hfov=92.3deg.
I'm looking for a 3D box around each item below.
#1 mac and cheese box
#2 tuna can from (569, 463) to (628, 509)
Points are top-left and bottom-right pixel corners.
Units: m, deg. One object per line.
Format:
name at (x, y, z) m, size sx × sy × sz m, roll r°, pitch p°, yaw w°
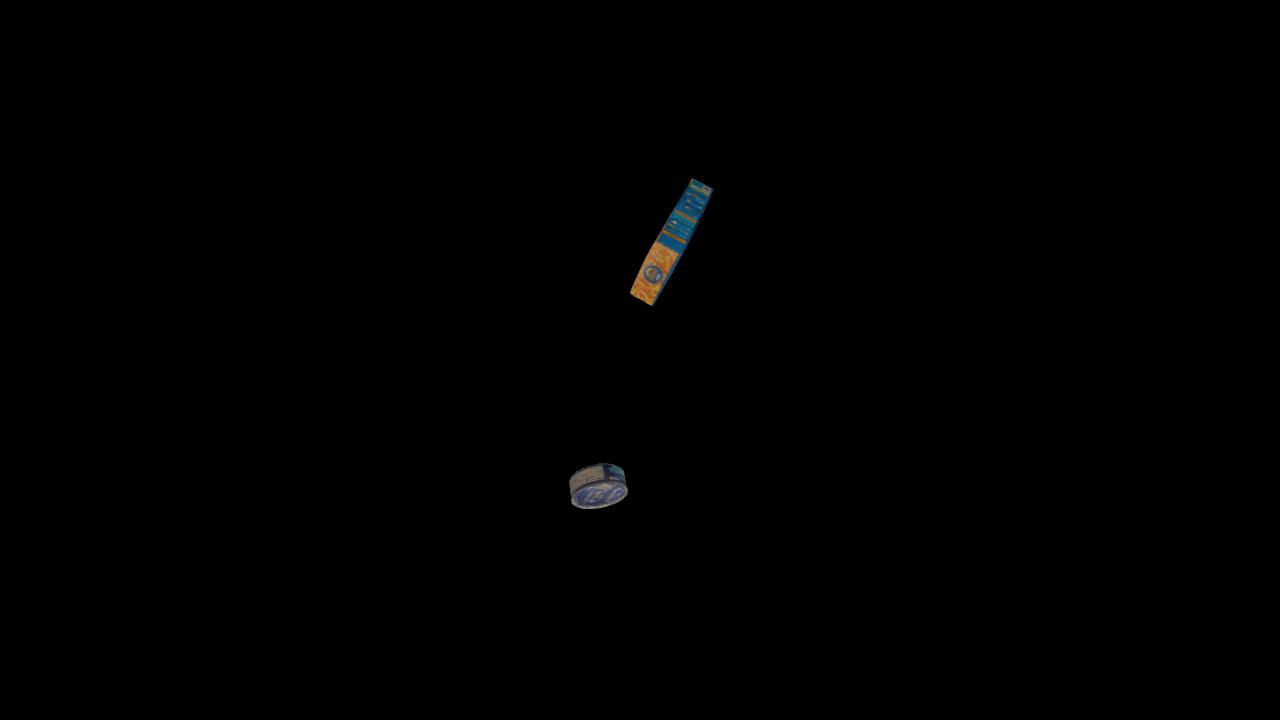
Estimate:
mac and cheese box at (0.045, -0.162, 0.827) m, size 0.041 × 0.093 × 0.184 m, roll 29°, pitch 43°, yaw -3°
tuna can at (-0.061, 0.185, 0.900) m, size 0.084 × 0.034 × 0.084 m, roll -9°, pitch -36°, yaw -7°
